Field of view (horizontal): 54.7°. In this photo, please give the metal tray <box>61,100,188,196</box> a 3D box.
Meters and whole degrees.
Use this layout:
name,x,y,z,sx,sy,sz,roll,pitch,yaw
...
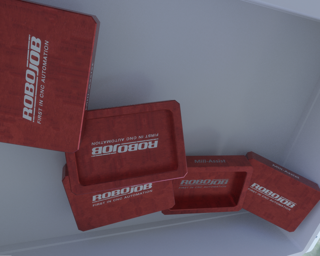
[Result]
name,x,y,z,sx,sy,sz,roll,pitch,yaw
metal tray,-0.039,0.020,0.354,0.131,0.030,0.089,-8,96,-10

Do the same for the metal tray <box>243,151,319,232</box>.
name,x,y,z,sx,sy,sz,roll,pitch,yaw
metal tray,0.187,0.108,0.521,0.130,0.030,0.089,27,113,2

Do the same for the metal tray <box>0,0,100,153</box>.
name,x,y,z,sx,sy,sz,roll,pitch,yaw
metal tray,-0.111,-0.046,0.287,0.091,0.030,0.129,10,110,-9

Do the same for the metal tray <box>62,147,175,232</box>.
name,x,y,z,sx,sy,sz,roll,pitch,yaw
metal tray,-0.051,0.077,0.404,0.131,0.030,0.089,-13,118,-9

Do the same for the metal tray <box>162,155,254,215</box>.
name,x,y,z,sx,sy,sz,roll,pitch,yaw
metal tray,0.068,0.087,0.474,0.131,0.030,0.089,0,119,-12
